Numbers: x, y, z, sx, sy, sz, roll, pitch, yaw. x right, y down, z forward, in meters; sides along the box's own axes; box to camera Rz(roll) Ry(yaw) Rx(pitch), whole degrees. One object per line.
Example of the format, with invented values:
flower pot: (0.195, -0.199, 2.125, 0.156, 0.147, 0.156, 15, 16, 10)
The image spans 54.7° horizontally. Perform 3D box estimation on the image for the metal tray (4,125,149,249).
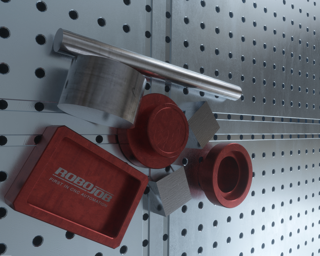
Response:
metal tray: (-0.082, 0.066, 0.337, 0.130, 0.030, 0.090, 38, 67, -33)

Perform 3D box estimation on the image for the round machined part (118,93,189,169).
round machined part: (-0.001, 0.004, 0.396, 0.099, 0.042, 0.097, 3, 85, -40)

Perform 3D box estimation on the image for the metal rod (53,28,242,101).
metal rod: (0.010, -0.074, 0.416, 0.302, 0.025, 0.025, 8, 85, -40)

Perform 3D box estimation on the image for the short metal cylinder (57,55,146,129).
short metal cylinder: (-0.059, -0.035, 0.323, 0.080, 0.080, 0.050, 22, 76, -38)

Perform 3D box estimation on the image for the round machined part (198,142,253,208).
round machined part: (0.097, 0.071, 0.480, 0.099, 0.042, 0.097, 0, 90, -40)

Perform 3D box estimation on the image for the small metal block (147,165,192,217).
small metal block: (0.012, 0.083, 0.419, 0.050, 0.025, 0.050, -25, 106, -37)

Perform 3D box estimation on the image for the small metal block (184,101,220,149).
small metal block: (0.056, -0.005, 0.456, 0.050, 0.025, 0.050, -46, 118, -30)
